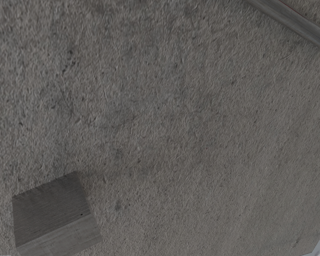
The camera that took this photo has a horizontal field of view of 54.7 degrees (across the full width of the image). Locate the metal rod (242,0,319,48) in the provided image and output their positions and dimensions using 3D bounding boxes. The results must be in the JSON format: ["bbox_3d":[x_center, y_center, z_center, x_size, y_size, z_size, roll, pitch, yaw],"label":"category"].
[{"bbox_3d":[0.140,-0.153,0.388,0.302,0.025,0.025,13,112,-34],"label":"metal rod"}]

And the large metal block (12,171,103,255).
[{"bbox_3d":[-0.124,0.108,0.371,0.081,0.080,0.050,-22,127,-15],"label":"large metal block"}]
